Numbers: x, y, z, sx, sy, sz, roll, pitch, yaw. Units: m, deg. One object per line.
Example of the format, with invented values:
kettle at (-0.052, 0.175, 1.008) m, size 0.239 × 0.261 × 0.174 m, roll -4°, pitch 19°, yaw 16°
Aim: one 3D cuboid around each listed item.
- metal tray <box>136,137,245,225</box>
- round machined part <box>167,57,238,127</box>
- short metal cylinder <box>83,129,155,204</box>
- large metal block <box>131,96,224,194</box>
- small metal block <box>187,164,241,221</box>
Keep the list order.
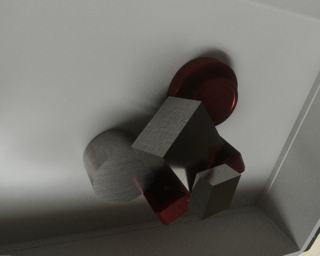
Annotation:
metal tray at (0.036, 0.058, 0.421) m, size 0.131 × 0.090 × 0.030 m, roll -33°, pitch 128°, yaw -7°
round machined part at (0.062, -0.040, 0.407) m, size 0.099 × 0.042 × 0.097 m, roll -14°, pitch 125°, yaw -21°
short metal cylinder at (-0.051, 0.048, 0.393) m, size 0.081 × 0.050 × 0.079 m, roll -14°, pitch 125°, yaw -21°
large metal block at (0.025, 0.021, 0.372) m, size 0.080 × 0.050 × 0.080 m, roll -54°, pitch 133°, yaw -22°
small metal block at (0.064, 0.075, 0.366) m, size 0.050 × 0.025 × 0.050 m, roll -11°, pitch 124°, yaw -39°
